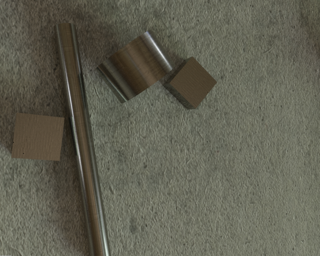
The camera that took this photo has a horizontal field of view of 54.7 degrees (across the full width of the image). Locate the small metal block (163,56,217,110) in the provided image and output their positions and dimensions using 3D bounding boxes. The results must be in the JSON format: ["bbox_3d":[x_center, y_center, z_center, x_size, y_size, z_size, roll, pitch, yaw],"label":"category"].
[{"bbox_3d":[0.041,-0.061,0.425,0.050,0.025,0.050,43,76,-15],"label":"small metal block"}]

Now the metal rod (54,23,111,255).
[{"bbox_3d":[-0.092,0.027,0.375,0.025,0.025,0.298,-9,93,-20],"label":"metal rod"}]

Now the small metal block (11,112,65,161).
[{"bbox_3d":[-0.140,0.010,0.358,0.050,0.025,0.050,6,88,-20],"label":"small metal block"}]

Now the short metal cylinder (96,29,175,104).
[{"bbox_3d":[-0.029,-0.073,0.370,0.080,0.080,0.050,-39,103,-16],"label":"short metal cylinder"}]
